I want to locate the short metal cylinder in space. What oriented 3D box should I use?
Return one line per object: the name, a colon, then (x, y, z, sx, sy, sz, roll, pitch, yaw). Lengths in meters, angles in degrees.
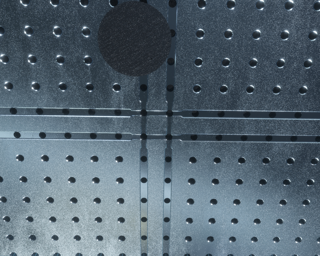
short metal cylinder: (-0.028, -0.104, 0.361, 0.081, 0.050, 0.079, 0, 110, 0)
